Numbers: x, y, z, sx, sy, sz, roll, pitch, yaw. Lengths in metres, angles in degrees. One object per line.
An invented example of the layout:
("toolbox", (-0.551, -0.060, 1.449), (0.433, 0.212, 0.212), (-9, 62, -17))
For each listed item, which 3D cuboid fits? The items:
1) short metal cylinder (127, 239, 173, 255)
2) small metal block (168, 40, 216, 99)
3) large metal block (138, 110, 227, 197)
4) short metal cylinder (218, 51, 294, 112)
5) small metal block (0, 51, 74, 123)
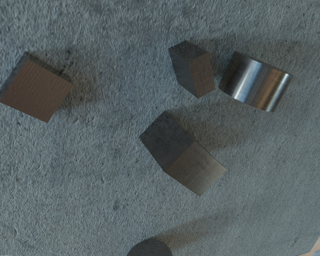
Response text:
("short metal cylinder", (-0.014, 0.234, 0.510), (0.081, 0.080, 0.050), (-25, 128, -13))
("small metal block", (0.038, -0.071, 0.369), (0.025, 0.050, 0.050), (-29, 129, -11))
("large metal block", (0.029, 0.033, 0.410), (0.050, 0.080, 0.080), (-46, 130, 4))
("short metal cylinder", (0.123, -0.061, 0.403), (0.081, 0.080, 0.050), (9, 114, -33))
("small metal block", (-0.125, -0.040, 0.314), (0.050, 0.025, 0.050), (30, 101, -38))
